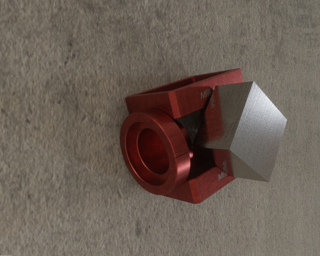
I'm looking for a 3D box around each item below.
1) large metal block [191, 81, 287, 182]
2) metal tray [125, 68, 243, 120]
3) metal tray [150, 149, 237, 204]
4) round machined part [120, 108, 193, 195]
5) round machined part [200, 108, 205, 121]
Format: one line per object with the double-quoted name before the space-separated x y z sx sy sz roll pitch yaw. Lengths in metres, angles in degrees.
"large metal block" 0.092 0.005 0.349 0.080 0.050 0.080 37 67 -34
"metal tray" 0.034 -0.044 0.395 0.131 0.090 0.030 -23 105 -38
"metal tray" 0.057 0.051 0.412 0.131 0.090 0.030 -23 105 -38
"round machined part" 0.000 0.024 0.360 0.042 0.098 0.097 -20 103 -39
"round machined part" 0.096 -0.015 0.441 0.042 0.098 0.097 -20 103 -39
